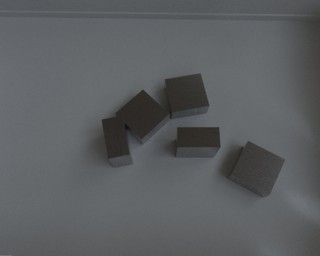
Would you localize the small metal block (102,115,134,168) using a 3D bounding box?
[{"bbox_3d":[-0.053,0.018,0.389,0.025,0.050,0.050,-12,71,-4],"label":"small metal block"}]

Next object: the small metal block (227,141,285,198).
[{"bbox_3d":[0.121,0.052,0.391,0.050,0.025,0.050,28,72,9],"label":"small metal block"}]

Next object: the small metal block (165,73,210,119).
[{"bbox_3d":[0.036,-0.043,0.426,0.050,0.025,0.050,-10,70,-4],"label":"small metal block"}]

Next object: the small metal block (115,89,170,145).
[{"bbox_3d":[-0.023,-0.014,0.415,0.050,0.025,0.050,-43,76,-14],"label":"small metal block"}]

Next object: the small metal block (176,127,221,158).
[{"bbox_3d":[0.046,0.019,0.390,0.050,0.050,0.025,0,70,0],"label":"small metal block"}]
